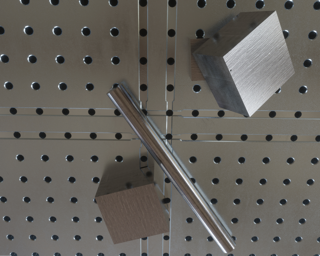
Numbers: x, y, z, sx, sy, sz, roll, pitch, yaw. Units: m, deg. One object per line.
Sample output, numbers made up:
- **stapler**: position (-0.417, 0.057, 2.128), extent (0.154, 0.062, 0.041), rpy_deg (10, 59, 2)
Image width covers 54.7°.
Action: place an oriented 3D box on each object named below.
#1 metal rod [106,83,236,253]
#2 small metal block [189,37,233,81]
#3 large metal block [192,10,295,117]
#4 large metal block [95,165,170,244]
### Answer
- **metal rod**: position (0.024, 0.067, 0.438), extent (0.025, 0.025, 0.299), rpy_deg (-32, 107, 11)
- **small metal block**: position (0.062, -0.087, 0.382), extent (0.050, 0.025, 0.050), rpy_deg (-4, 110, 1)
- **large metal block**: position (0.096, -0.073, 0.348), extent (0.080, 0.050, 0.080), rpy_deg (-42, 123, -14)
- **large metal block**: position (-0.036, 0.108, 0.440), extent (0.080, 0.050, 0.080), rpy_deg (-15, 110, 5)
